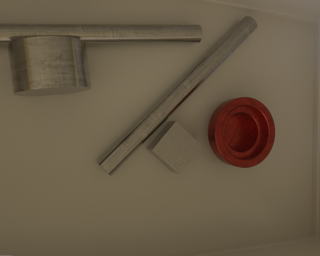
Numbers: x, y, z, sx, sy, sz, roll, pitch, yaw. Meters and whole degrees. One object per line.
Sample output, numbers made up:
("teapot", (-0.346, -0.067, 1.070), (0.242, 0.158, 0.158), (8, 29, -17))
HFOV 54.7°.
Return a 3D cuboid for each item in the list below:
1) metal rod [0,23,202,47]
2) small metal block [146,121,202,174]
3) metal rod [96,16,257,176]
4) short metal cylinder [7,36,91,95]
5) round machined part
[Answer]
("metal rod", (-0.088, -0.114, 0.378), (0.303, 0.025, 0.025), (-7, 93, -20))
("small metal block", (0.019, 0.026, 0.419), (0.050, 0.025, 0.050), (43, 76, -15))
("metal rod", (0.032, -0.052, 0.423), (0.301, 0.025, 0.025), (-45, 105, -15))
("short metal cylinder", (-0.119, -0.064, 0.338), (0.081, 0.080, 0.050), (-7, 93, -20))
("round machined part", (0.112, 0.006, 0.444), (0.099, 0.042, 0.097), (0, 90, -21))
